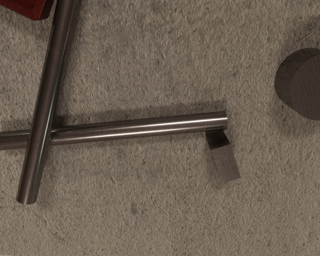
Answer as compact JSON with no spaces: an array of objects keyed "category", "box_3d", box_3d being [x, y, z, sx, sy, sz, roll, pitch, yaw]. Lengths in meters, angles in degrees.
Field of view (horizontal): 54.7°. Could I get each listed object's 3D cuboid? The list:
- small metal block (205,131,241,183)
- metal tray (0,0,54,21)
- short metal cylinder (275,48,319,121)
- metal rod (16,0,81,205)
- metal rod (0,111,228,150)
[{"category":"small metal block","box_3d":[0.083,0.037,0.411,0.025,0.050,0.050,-19,109,6]},{"category":"metal tray","box_3d":[-0.175,-0.187,0.335,0.131,0.030,0.089,25,108,-9]},{"category":"short metal cylinder","box_3d":[0.190,-0.055,0.379,0.081,0.050,0.079,0,110,-1]},{"category":"metal rod","box_3d":[-0.132,-0.046,0.372,0.025,0.025,0.298,15,102,-6]},{"category":"metal rod","box_3d":[-0.064,0.004,0.410,0.302,0.025,0.025,-5,110,1]}]
